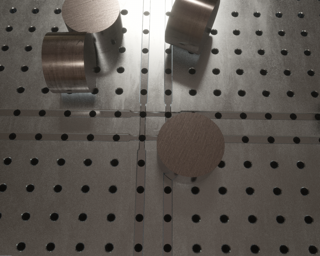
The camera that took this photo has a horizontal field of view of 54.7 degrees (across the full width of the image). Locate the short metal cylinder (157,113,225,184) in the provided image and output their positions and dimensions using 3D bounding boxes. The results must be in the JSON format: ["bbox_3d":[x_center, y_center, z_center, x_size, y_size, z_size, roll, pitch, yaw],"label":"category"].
[{"bbox_3d":[0.036,0.027,0.389,0.081,0.050,0.080,0,70,0],"label":"short metal cylinder"}]

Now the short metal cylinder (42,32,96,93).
[{"bbox_3d":[-0.118,-0.087,0.413,0.050,0.080,0.080,-1,70,-1],"label":"short metal cylinder"}]

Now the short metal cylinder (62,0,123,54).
[{"bbox_3d":[-0.097,-0.157,0.455,0.081,0.050,0.080,0,70,0],"label":"short metal cylinder"}]

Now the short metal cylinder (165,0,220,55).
[{"bbox_3d":[0.046,-0.150,0.438,0.050,0.080,0.080,23,72,8],"label":"short metal cylinder"}]
